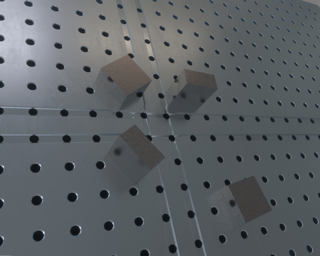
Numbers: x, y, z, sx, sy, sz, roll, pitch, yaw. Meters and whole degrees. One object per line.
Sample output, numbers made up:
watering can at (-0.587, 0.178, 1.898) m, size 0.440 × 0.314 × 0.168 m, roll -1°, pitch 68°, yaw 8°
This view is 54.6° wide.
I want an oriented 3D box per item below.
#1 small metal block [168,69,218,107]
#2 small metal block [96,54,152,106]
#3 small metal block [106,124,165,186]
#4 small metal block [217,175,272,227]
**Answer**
small metal block at (0.047, -0.057, 0.451) m, size 0.050 × 0.050 × 0.025 m, roll 6°, pitch 59°, yaw -25°
small metal block at (-0.048, -0.066, 0.422) m, size 0.050 × 0.025 × 0.050 m, roll 47°, pitch 51°, yaw 5°
small metal block at (-0.029, 0.032, 0.357) m, size 0.050 × 0.050 × 0.025 m, roll 48°, pitch 51°, yaw 5°
small metal block at (0.111, 0.096, 0.409) m, size 0.050 × 0.025 × 0.050 m, roll -11°, pitch 67°, yaw -33°
